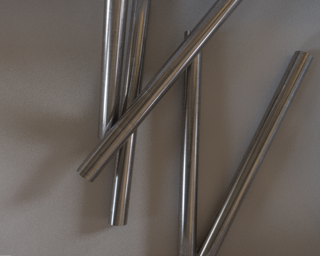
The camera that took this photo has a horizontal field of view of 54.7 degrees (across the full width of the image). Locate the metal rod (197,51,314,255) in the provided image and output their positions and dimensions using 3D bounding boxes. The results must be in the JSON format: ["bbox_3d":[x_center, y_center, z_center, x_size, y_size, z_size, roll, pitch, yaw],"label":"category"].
[{"bbox_3d":[0.126,0.037,0.413,0.025,0.025,0.299,26,90,-1],"label":"metal rod"}]

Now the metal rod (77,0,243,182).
[{"bbox_3d":[0.002,-0.057,0.385,0.025,0.025,0.300,40,90,-1],"label":"metal rod"}]

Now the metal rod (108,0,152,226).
[{"bbox_3d":[-0.040,-0.022,0.410,0.025,0.025,0.298,6,90,-1],"label":"metal rod"}]

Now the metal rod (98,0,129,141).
[{"bbox_3d":[-0.049,-0.112,0.334,0.025,0.025,0.298,10,122,-1],"label":"metal rod"}]

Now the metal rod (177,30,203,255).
[{"bbox_3d":[0.040,0.022,0.411,0.025,0.025,0.298,2,90,-1],"label":"metal rod"}]
